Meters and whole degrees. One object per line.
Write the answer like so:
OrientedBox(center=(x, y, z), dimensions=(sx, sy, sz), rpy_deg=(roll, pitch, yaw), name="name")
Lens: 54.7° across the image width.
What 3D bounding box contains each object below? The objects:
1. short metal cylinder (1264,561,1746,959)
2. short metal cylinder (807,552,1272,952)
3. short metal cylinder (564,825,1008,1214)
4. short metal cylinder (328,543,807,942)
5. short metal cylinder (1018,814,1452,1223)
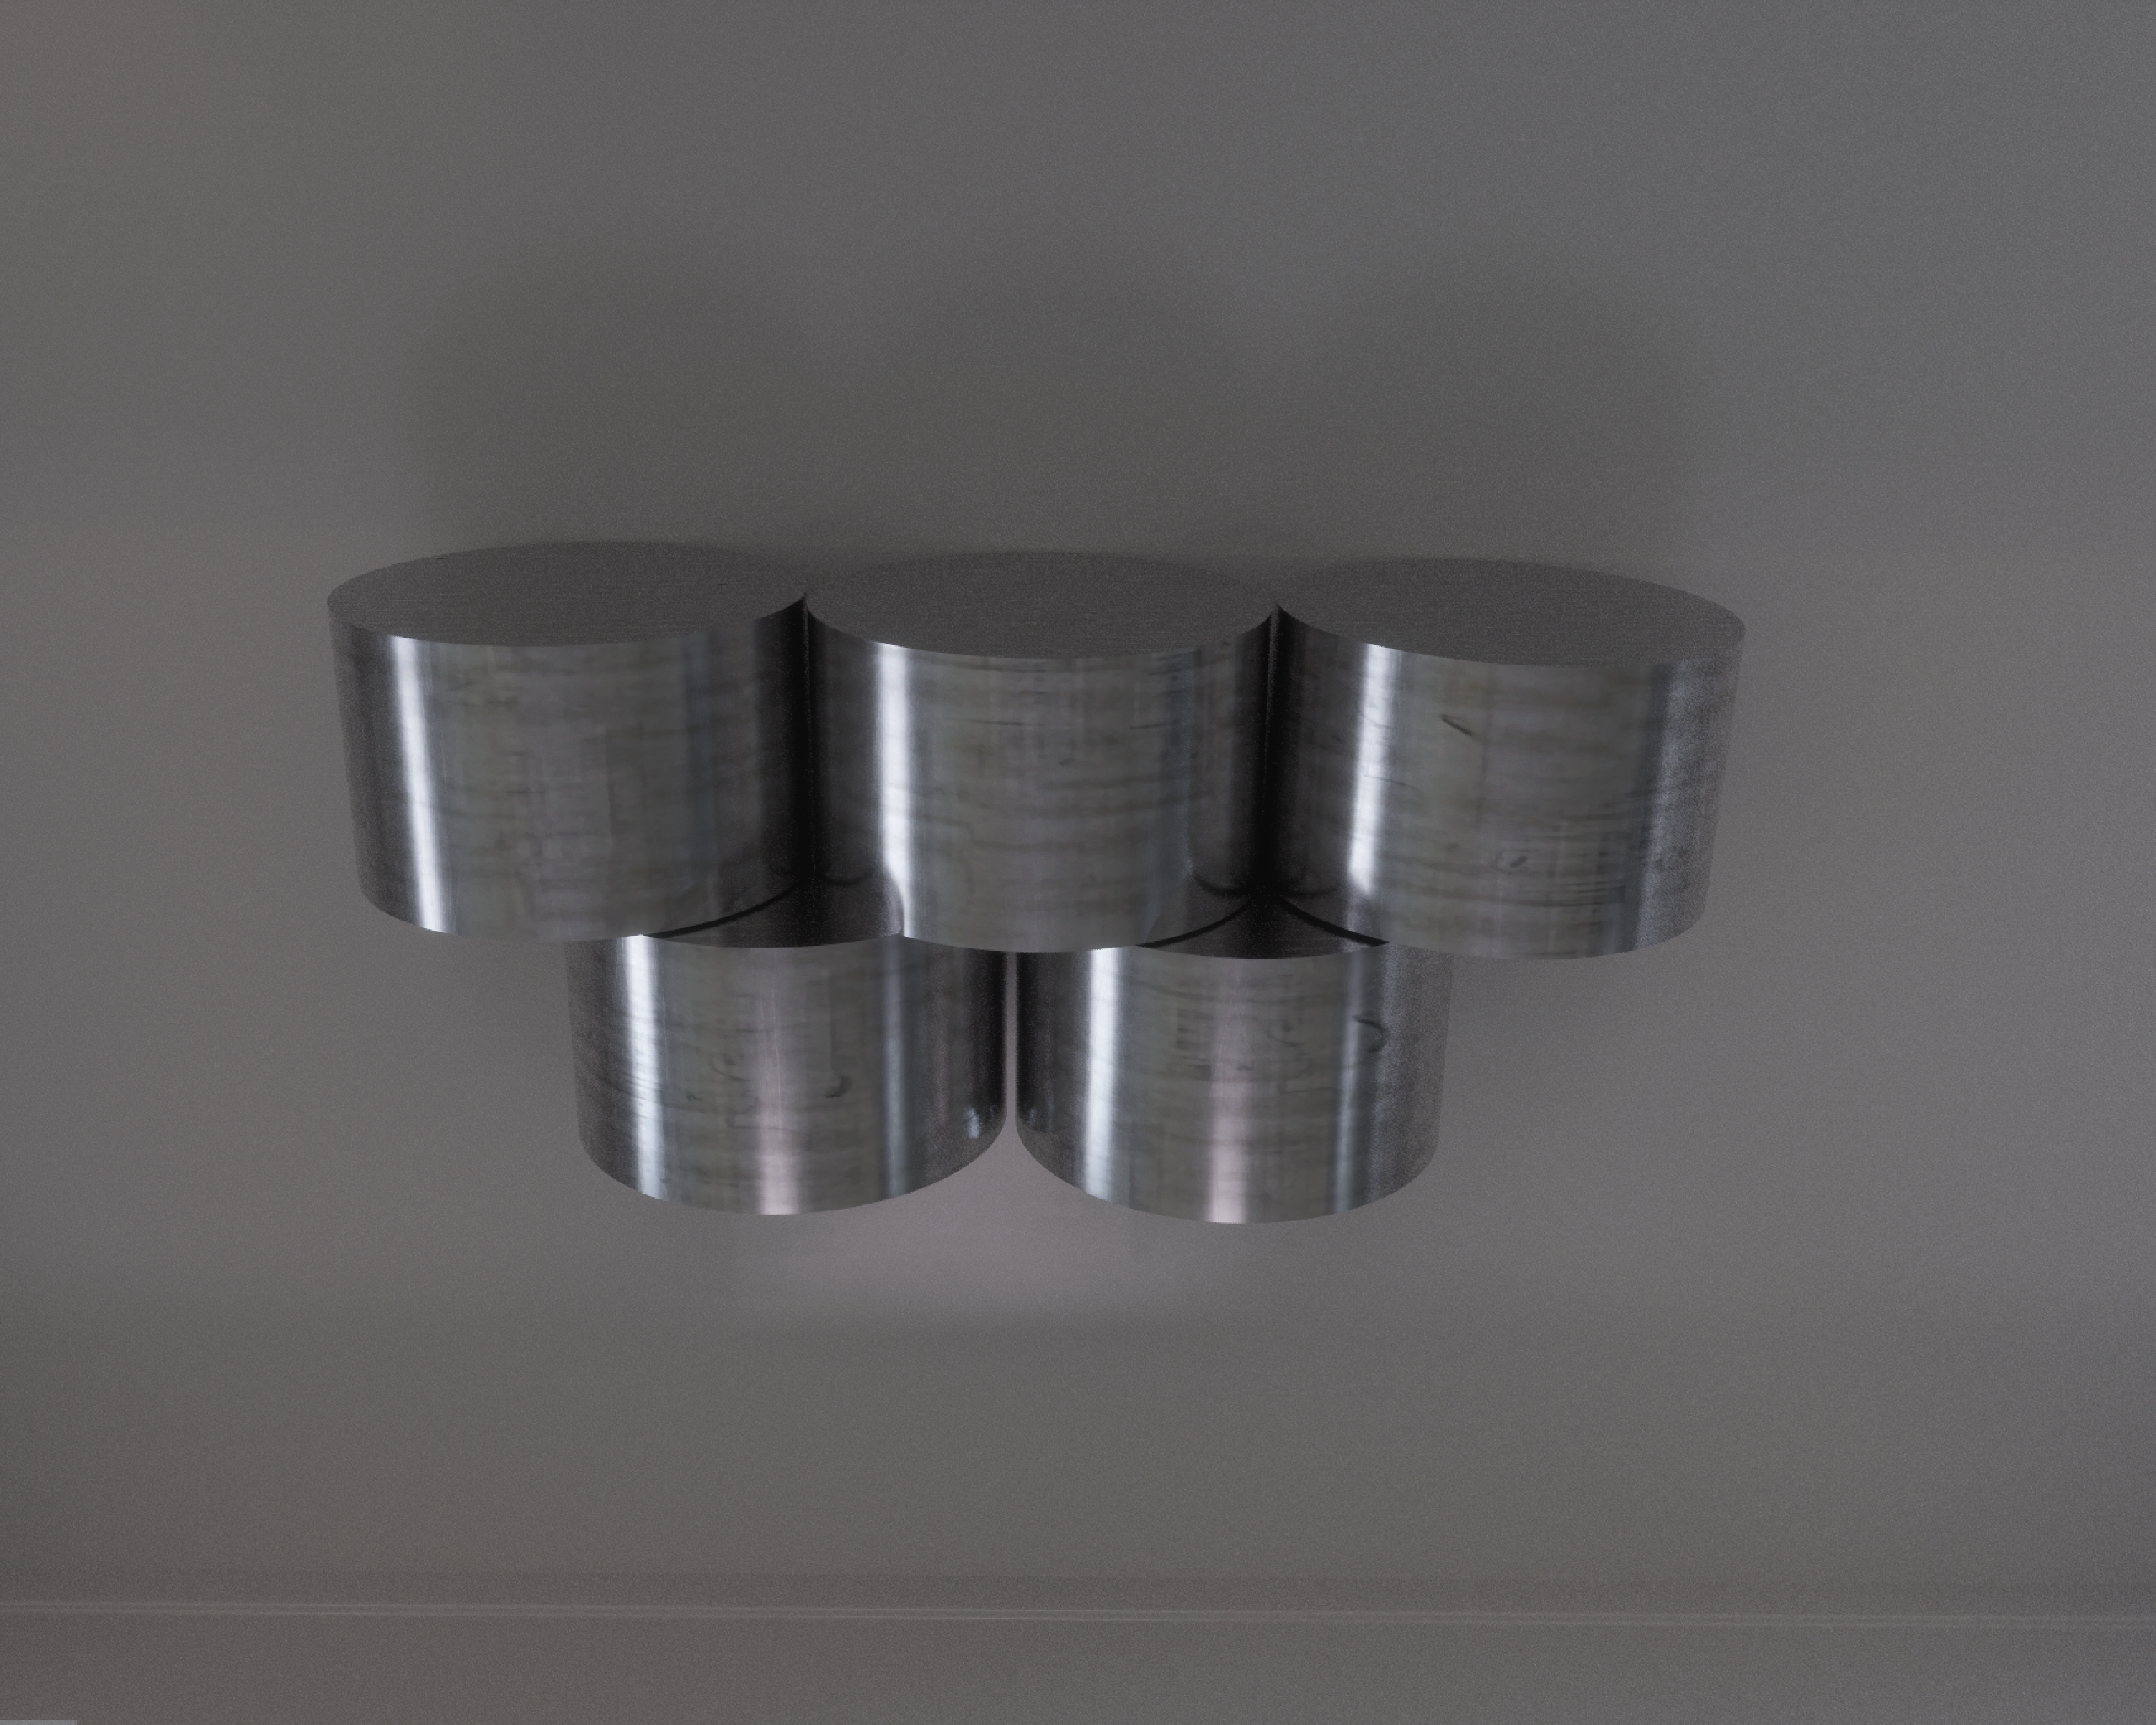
OrientedBox(center=(0.074, -0.021, 0.373), dimensions=(0.081, 0.080, 0.050), rpy_deg=(2, 110, -1), name="short metal cylinder")
OrientedBox(center=(-0.007, -0.022, 0.372), dimensions=(0.081, 0.080, 0.050), rpy_deg=(1, 110, -1), name="short metal cylinder")
OrientedBox(center=(-0.053, 0.023, 0.388), dimensions=(0.081, 0.080, 0.050), rpy_deg=(1, 110, -1), name="short metal cylinder")
OrientedBox(center=(-0.088, -0.024, 0.370), dimensions=(0.081, 0.080, 0.050), rpy_deg=(1, 110, -1), name="short metal cylinder")
OrientedBox(center=(0.029, 0.025, 0.390), dimensions=(0.081, 0.080, 0.050), rpy_deg=(1, 110, -1), name="short metal cylinder")
